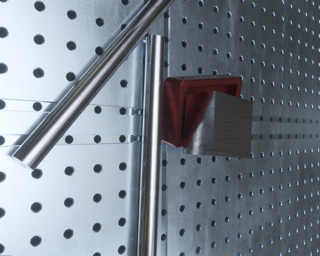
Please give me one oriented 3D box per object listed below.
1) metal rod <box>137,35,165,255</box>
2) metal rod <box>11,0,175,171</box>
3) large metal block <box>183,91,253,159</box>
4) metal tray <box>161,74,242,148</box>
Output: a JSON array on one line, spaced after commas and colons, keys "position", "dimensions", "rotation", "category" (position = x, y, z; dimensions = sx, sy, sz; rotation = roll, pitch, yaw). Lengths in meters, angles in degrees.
[{"position": [-0.012, 0.031, 0.401], "dimensions": [0.025, 0.025, 0.298], "rotation": [4, 88, -40], "category": "metal rod"}, {"position": [-0.057, -0.079, 0.362], "dimensions": [0.025, 0.025, 0.300], "rotation": [49, 61, -29], "category": "metal rod"}, {"position": [0.080, -0.001, 0.421], "dimensions": [0.081, 0.050, 0.080], "rotation": [8, 83, -40], "category": "large metal block"}, {"position": [0.062, -0.028, 0.444], "dimensions": [0.131, 0.030, 0.089], "rotation": [-10, 113, -40], "category": "metal tray"}]
